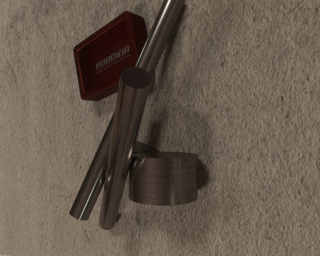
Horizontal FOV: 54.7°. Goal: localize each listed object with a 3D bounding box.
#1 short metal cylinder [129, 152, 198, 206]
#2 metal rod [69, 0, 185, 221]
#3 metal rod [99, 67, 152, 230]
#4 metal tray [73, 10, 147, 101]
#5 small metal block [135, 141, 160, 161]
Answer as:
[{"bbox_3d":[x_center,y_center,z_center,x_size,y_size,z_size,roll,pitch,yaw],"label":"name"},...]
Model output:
[{"bbox_3d":[0.004,0.056,0.364,0.080,0.081,0.050,1,91,39],"label":"short metal cylinder"},{"bbox_3d":[-0.041,-0.027,0.388,0.025,0.025,0.299,24,90,37],"label":"metal rod"},{"bbox_3d":[-0.050,0.052,0.358,0.025,0.025,0.298,53,148,26],"label":"metal rod"},{"bbox_3d":[-0.073,-0.101,0.459,0.130,0.030,0.090,-18,79,38],"label":"metal tray"},{"bbox_3d":[-0.038,0.035,0.418,0.050,0.050,0.025,20,103,38],"label":"small metal block"}]
